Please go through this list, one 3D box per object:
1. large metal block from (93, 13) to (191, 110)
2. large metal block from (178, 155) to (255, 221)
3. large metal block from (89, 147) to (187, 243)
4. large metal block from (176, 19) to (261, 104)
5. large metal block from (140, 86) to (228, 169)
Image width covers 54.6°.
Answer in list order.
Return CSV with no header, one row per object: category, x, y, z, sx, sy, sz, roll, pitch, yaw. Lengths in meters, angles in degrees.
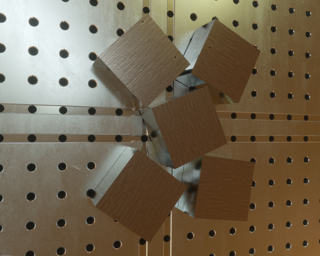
large metal block,-0.024,-0.080,0.390,0.080,0.050,0.080,-46,104,-14
large metal block,0.077,0.080,0.427,0.081,0.050,0.080,10,87,-20
large metal block,-0.028,0.080,0.387,0.080,0.050,0.080,39,77,-16
large metal block,0.078,-0.087,0.427,0.080,0.050,0.080,28,81,-21
large metal block,0.031,-0.002,0.409,0.081,0.050,0.080,-24,98,-18
